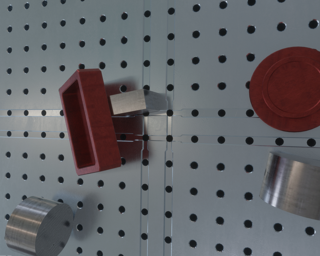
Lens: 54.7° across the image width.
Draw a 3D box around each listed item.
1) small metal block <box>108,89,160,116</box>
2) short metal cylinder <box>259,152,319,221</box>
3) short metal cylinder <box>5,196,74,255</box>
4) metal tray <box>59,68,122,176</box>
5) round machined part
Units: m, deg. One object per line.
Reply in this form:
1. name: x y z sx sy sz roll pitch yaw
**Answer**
1. small metal block: -0.034 -0.032 0.411 0.050 0.050 0.025 -9 87 19
2. short metal cylinder: 0.152 0.059 0.330 0.080 0.080 0.050 13 95 19
3. short metal cylinder: -0.170 0.142 0.443 0.050 0.080 0.079 8 93 20
4. metal tray: -0.097 -0.004 0.418 0.090 0.030 0.129 -20 82 55
5. round machined part: 0.151 -0.044 0.350 0.098 0.042 0.097 0 90 19
